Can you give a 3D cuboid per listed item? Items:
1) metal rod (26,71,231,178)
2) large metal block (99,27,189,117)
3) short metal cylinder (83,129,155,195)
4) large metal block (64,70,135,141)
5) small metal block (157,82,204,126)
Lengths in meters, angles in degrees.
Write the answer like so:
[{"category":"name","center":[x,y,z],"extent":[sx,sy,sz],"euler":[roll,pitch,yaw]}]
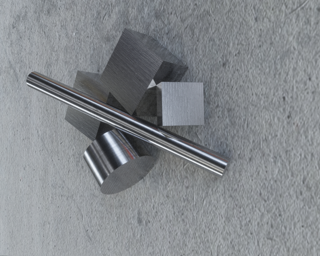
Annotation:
[{"category":"metal rod","center":[-0.055,-0.013,0.398],"extent":[0.301,0.025,0.025],"euler":[24,106,20]},{"category":"large metal block","center":[-0.024,-0.071,0.406],"extent":[0.080,0.050,0.080],"euler":[47,118,29]},{"category":"short metal cylinder","center":[-0.054,0.044,0.415],"extent":[0.080,0.081,0.050],"euler":[-51,60,28]},{"category":"large metal block","center":[-0.091,-0.033,0.465],"extent":[0.080,0.050,0.079],"euler":[31,109,35]},{"category":"small metal block","center":[0.024,-0.028,0.368],"extent":[0.025,0.050,0.050],"euler":[175,94,-75]}]
